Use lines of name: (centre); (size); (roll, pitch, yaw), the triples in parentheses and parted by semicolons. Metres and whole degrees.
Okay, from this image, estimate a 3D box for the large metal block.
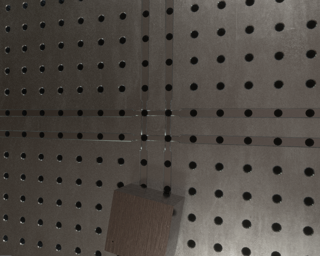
large metal block: (-0.019, 0.125, 0.405); (0.080, 0.050, 0.079); (11, 94, 19)
